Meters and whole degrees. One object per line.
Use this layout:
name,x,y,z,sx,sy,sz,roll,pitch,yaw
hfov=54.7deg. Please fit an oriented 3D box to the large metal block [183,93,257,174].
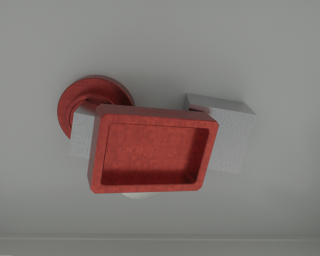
large metal block,0.067,0.006,0.398,0.081,0.050,0.079,9,110,-4

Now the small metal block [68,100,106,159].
small metal block,-0.082,0.001,0.350,0.025,0.050,0.050,12,110,-5

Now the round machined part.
round machined part,-0.081,-0.015,0.394,0.099,0.042,0.097,0,110,-1

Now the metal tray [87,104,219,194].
metal tray,-0.008,0.025,0.341,0.131,0.030,0.089,3,112,-22

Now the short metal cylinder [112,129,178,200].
short metal cylinder,-0.021,0.046,0.400,0.081,0.050,0.079,-7,124,-10
